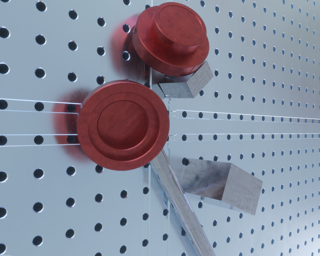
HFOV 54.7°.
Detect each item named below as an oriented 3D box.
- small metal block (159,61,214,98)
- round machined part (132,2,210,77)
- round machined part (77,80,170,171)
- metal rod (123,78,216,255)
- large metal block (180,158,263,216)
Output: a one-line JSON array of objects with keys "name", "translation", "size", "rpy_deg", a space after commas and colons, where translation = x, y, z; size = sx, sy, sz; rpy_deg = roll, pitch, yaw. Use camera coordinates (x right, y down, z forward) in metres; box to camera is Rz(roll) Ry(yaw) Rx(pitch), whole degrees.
[{"name": "small metal block", "translation": [0.036, -0.066, 0.422], "size": [0.050, 0.050, 0.025], "rpy_deg": [-48, 124, -29]}, {"name": "round machined part", "translation": [0.018, -0.116, 0.385], "size": [0.099, 0.042, 0.098], "rpy_deg": [10, 61, -18]}, {"name": "round machined part", "translation": [-0.042, -0.005, 0.346], "size": [0.099, 0.042, 0.097], "rpy_deg": [-4, 105, -15]}, {"name": "metal rod", "translation": [0.013, 0.073, 0.419], "size": [0.025, 0.025, 0.299], "rpy_deg": [-39, 114, -33]}, {"name": "large metal block", "translation": [0.087, 0.084, 0.446], "size": [0.080, 0.080, 0.050], "rpy_deg": [30, 72, -36]}]
